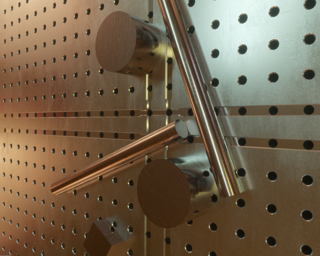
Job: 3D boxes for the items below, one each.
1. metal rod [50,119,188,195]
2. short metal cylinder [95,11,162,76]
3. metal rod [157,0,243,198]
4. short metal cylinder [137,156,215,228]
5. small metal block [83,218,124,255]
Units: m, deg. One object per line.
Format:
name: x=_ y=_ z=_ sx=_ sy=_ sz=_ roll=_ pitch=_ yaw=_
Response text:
metal rod: x=-0.080 y=0.055 z=0.475 sx=0.299 sy=0.025 sz=0.025 roll=-27 pitch=73 yaw=36
short metal cylinder: x=-0.044 y=-0.114 z=0.430 sx=0.080 sy=0.050 sz=0.079 roll=0 pitch=90 yaw=40
metal rod: x=0.039 y=-0.065 z=0.377 sx=0.025 sy=0.025 sz=0.299 roll=-26 pitch=74 yaw=37
short metal cylinder: x=0.018 y=0.076 z=0.378 sx=0.080 sy=0.050 sz=0.079 roll=0 pitch=90 yaw=40
small metal block: x=-0.089 y=0.179 z=0.483 sx=0.050 sy=0.025 sz=0.050 roll=40 pitch=114 yaw=33
